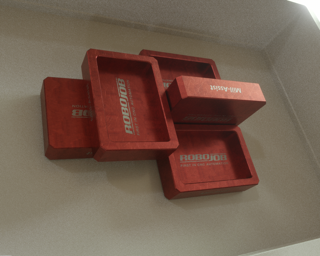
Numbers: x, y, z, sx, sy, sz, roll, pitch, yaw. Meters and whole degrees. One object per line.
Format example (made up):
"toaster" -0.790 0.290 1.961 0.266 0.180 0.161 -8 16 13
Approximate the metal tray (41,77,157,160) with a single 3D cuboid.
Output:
"metal tray" -0.069 -0.012 0.369 0.131 0.030 0.090 0 62 -29

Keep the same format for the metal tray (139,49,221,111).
"metal tray" 0.033 -0.065 0.460 0.131 0.030 0.090 1 61 -28

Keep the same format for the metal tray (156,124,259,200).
"metal tray" 0.061 0.041 0.409 0.131 0.030 0.090 1 62 -28

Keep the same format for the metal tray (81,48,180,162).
"metal tray" -0.037 -0.028 0.359 0.091 0.030 0.130 1 61 -28

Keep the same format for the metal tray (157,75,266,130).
"metal tray" 0.062 -0.026 0.412 0.131 0.090 0.030 1 62 -28
